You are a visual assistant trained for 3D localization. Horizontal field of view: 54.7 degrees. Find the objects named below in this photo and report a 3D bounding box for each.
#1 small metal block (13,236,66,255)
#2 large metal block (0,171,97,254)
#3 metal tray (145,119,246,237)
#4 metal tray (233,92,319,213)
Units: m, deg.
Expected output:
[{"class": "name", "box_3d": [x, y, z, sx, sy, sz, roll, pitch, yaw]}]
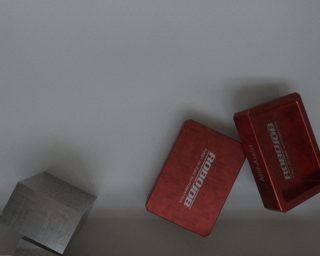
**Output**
[{"class": "small metal block", "box_3d": [-0.150, 0.154, 0.397, 0.050, 0.050, 0.025, 25, 90, 0]}, {"class": "large metal block", "box_3d": [-0.133, 0.099, 0.382, 0.080, 0.080, 0.050, 27, 90, -1]}, {"class": "metal tray", "box_3d": [0.048, 0.064, 0.410, 0.090, 0.030, 0.129, 25, 90, -1]}, {"class": "metal tray", "box_3d": [0.156, 0.029, 0.394, 0.091, 0.030, 0.129, -19, 90, -24]}]
